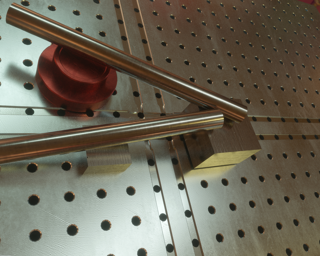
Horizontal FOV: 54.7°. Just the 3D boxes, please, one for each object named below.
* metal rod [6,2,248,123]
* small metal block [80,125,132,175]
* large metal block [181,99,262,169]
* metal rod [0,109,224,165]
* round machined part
[{"bbox_3d":[-0.029,-0.073,0.376,0.302,0.025,0.025,22,53,-12],"label":"metal rod"},{"bbox_3d":[-0.065,0.024,0.360,0.050,0.025,0.050,0,62,-29],"label":"small metal block"},{"bbox_3d":[0.081,0.006,0.430,0.081,0.050,0.080,-2,63,-30],"label":"large metal block"},{"bbox_3d":[-0.067,0.010,0.332,0.303,0.025,0.025,-9,66,-21],"label":"metal rod"},{"bbox_3d":[-0.100,-0.072,0.388,0.099,0.042,0.098,14,56,-21],"label":"round machined part"}]
